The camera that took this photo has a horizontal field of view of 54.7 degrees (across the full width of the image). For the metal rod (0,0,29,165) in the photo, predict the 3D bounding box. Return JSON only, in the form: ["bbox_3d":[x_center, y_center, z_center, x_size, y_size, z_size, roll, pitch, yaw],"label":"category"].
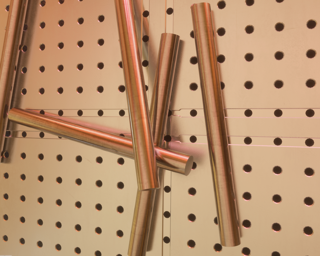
[{"bbox_3d":[-0.244,-0.088,0.496,0.025,0.025,0.298,13,94,19],"label":"metal rod"}]

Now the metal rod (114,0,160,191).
[{"bbox_3d":[-0.034,-0.072,0.391,0.025,0.025,0.299,-14,73,19],"label":"metal rod"}]

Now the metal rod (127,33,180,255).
[{"bbox_3d":[-0.009,0.026,0.414,0.025,0.025,0.298,10,93,19],"label":"metal rod"}]

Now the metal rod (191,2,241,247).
[{"bbox_3d":[0.069,-0.006,0.387,0.025,0.025,0.298,-8,87,19],"label":"metal rod"}]

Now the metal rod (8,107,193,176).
[{"bbox_3d":[-0.098,0.012,0.428,0.301,0.025,0.025,14,95,25],"label":"metal rod"}]
